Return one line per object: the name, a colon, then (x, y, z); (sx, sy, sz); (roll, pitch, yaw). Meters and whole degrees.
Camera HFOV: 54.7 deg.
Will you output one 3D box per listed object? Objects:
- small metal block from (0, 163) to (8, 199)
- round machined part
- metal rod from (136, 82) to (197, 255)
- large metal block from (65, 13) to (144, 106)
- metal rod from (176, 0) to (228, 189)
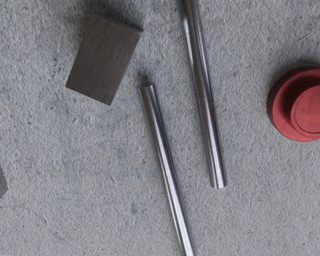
small metal block: (-0.250, 0.074, 0.433); (0.050, 0.025, 0.050); (-5, 110, 1)
round machined part: (0.192, -0.027, 0.394); (0.099, 0.042, 0.097); (0, 110, -1)
metal rod: (0.016, 0.082, 0.440); (0.025, 0.025, 0.298); (-13, 110, 4)
large metal block: (-0.059, -0.081, 0.350); (0.050, 0.080, 0.080); (24, 108, -9)
metal rod: (0.052, -0.057, 0.389); (0.025, 0.025, 0.298); (-12, 110, 4)
